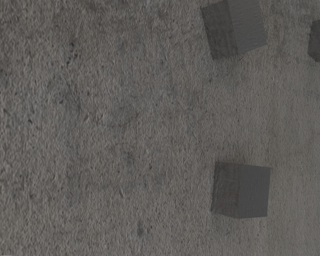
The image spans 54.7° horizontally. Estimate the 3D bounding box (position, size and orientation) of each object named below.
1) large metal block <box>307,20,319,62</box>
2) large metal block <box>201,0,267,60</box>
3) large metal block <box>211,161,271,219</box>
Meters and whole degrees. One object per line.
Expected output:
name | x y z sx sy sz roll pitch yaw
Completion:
large metal block | 0.386 -0.200 0.691 0.050 0.080 0.080 22 76 -38
large metal block | 0.118 -0.158 0.486 0.081 0.050 0.080 -26 106 -37
large metal block | 0.131 0.098 0.498 0.081 0.050 0.080 11 83 -40
